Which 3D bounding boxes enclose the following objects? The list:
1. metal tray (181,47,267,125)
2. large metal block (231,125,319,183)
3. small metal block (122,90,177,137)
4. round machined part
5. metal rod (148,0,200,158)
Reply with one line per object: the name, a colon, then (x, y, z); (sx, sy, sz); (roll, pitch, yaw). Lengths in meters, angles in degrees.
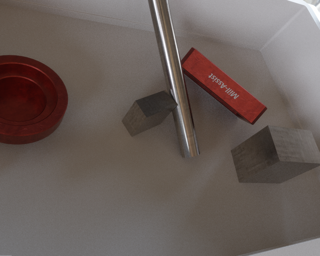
metal tray: (0.086, -0.061, 0.453); (0.130, 0.030, 0.090); (39, 8, -3)
large metal block: (0.161, 0.040, 0.435); (0.081, 0.080, 0.050); (6, 59, -26)
small metal block: (-0.014, -0.019, 0.395); (0.050, 0.050, 0.025); (-24, 75, -37)
round machined part: (-0.152, -0.026, 0.329); (0.099, 0.042, 0.098); (14, 56, -21)
metal rod: (0.009, -0.109, 0.394); (0.025, 0.025, 0.298); (-17, 98, -35)
